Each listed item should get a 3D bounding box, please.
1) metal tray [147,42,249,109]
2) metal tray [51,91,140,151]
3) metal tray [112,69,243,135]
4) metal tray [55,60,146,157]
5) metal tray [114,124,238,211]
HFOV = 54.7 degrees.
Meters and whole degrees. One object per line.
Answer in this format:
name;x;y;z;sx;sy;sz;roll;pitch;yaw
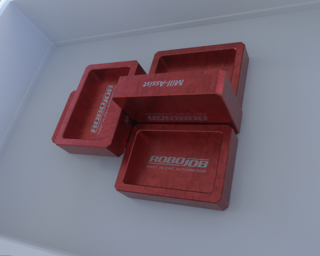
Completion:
metal tray;0.046;-0.065;0.416;0.130;0.030;0.090;1;62;28
metal tray;-0.086;-0.012;0.449;0.130;0.030;0.090;1;62;28
metal tray;0.022;-0.026;0.365;0.130;0.090;0.030;1;63;28
metal tray;-0.077;-0.028;0.417;0.090;0.030;0.130;1;62;28
metal tray;0.019;0.041;0.364;0.130;0.030;0.090;1;62;28
